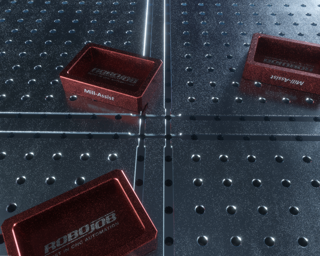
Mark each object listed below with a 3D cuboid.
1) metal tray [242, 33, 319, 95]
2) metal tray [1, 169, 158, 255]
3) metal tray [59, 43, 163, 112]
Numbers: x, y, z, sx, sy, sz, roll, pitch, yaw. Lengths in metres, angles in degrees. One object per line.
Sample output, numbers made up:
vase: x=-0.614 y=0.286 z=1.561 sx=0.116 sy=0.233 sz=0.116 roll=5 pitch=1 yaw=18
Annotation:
metal tray: x=0.206 y=-0.105 z=0.494 sx=0.131 sy=0.030 sz=0.090 roll=15 pitch=51 yaw=11
metal tray: x=-0.079 y=0.107 z=0.312 sx=0.131 sy=0.030 sz=0.090 roll=-23 pitch=54 yaw=-19
metal tray: x=-0.071 y=-0.080 z=0.470 sx=0.130 sy=0.030 sz=0.090 roll=17 pitch=52 yaw=13
